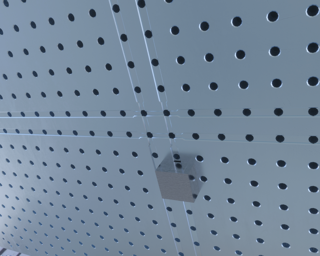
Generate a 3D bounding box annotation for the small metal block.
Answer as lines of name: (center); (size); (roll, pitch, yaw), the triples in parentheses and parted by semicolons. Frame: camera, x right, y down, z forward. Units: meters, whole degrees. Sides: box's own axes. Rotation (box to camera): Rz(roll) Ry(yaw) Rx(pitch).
small metal block: (0.026, 0.077, 0.445); (0.050, 0.025, 0.050); (1, 119, 27)
